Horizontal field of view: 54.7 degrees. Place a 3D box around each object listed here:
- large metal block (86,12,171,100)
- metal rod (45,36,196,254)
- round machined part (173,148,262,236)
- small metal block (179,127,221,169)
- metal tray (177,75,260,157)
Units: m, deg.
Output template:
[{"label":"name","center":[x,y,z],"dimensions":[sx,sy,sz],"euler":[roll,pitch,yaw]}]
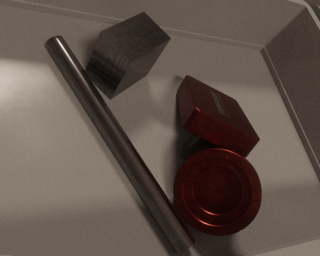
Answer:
[{"label":"large metal block","center":[-0.043,-0.094,0.406],"dimensions":[0.050,0.080,0.080],"euler":[46,51,3]},{"label":"metal rod","center":[-0.053,0.011,0.371],"dimensions":[0.025,0.025,0.299],"euler":[-26,76,-37]},{"label":"round machined part","center":[0.069,0.072,0.366],"dimensions":[0.098,0.098,0.042],"euler":[56,12,11]},{"label":"small metal block","center":[0.062,0.031,0.406],"dimensions":[0.050,0.050,0.025],"euler":[33,51,-8]},{"label":"metal tray","center":[0.072,-0.021,0.418],"dimensions":[0.090,0.030,0.130],"euler":[25,24,-13]}]
